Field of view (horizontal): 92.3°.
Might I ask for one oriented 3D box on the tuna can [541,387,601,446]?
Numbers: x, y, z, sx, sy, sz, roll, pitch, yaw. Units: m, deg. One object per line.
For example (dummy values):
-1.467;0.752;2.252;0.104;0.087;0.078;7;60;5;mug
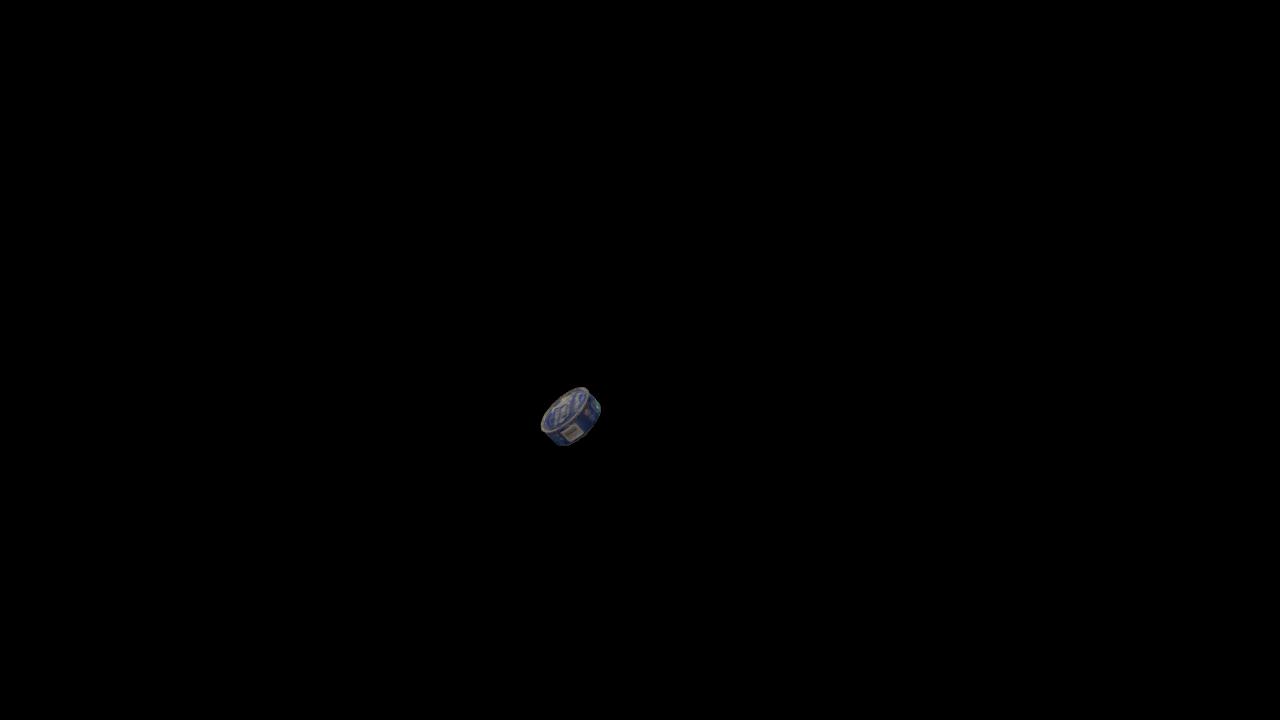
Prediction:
-0.095;0.079;0.852;0.084;0.034;0.084;-32;25;17;tuna can
